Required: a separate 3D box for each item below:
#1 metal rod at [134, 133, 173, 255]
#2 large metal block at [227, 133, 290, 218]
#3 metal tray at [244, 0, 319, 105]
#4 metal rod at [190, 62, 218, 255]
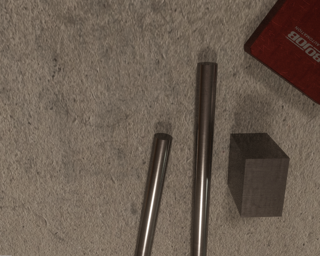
[{"bbox_3d":[-0.019,0.149,0.464,0.025,0.025,0.298,8,110,-4],"label":"metal rod"},{"bbox_3d":[0.123,0.058,0.404,0.050,0.080,0.079,-1,110,0],"label":"large metal block"},{"bbox_3d":[0.181,-0.095,0.375,0.130,0.030,0.090,32,107,-12],"label":"metal tray"},{"bbox_3d":[0.059,0.060,0.432,0.025,0.025,0.298,0,110,0],"label":"metal rod"}]
